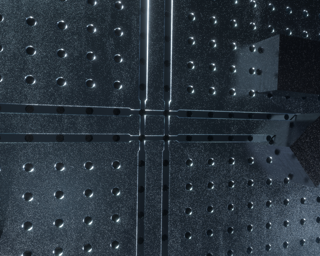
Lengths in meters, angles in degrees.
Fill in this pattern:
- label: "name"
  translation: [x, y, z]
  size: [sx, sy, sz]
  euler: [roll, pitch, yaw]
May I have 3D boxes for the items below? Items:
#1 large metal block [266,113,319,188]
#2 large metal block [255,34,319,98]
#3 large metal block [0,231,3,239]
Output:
- label: "large metal block"
  translation: [0.230, 0.033, 0.487]
  size: [0.080, 0.050, 0.080]
  euler: [-41, 103, -16]
- label: "large metal block"
  translation: [0.196, -0.092, 0.474]
  size: [0.081, 0.050, 0.079]
  euler: [3, 89, -20]
- label: "large metal block"
  translation: [-0.213, 0.121, 0.305]
  size: [0.080, 0.080, 0.050]
  euler: [34, 79, -17]
